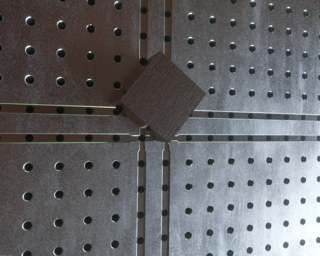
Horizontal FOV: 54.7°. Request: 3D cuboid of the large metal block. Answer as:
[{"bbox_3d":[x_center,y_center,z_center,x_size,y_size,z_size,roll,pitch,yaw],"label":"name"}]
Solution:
[{"bbox_3d":[-0.002,-0.038,0.399,0.080,0.050,0.080,41,77,-16],"label":"large metal block"}]
